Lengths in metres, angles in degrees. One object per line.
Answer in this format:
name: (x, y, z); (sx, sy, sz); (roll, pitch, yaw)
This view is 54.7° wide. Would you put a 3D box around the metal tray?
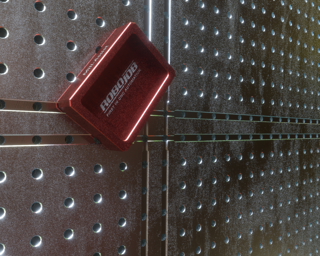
metal tray: (-0.045, -0.048, 0.369); (0.090, 0.030, 0.130); (46, 63, -31)
